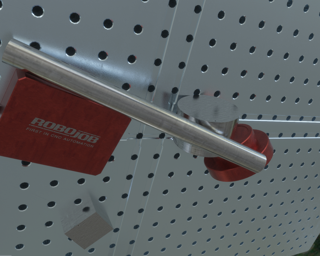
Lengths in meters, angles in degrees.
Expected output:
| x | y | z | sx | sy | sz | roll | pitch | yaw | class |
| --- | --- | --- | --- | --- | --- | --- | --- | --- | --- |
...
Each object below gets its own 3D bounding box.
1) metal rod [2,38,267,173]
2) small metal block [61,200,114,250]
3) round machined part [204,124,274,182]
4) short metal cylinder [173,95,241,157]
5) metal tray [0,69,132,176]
| x | y | z | sx | sy | sz | roll | pitch | yaw | class |
| --- | --- | --- | --- | --- | --- | --- | --- | --- | --- |
| -0.011 | -0.015 | 0.335 | 0.302 | 0.025 | 0.025 | 24 | 106 | -17 | metal rod |
| -0.103 | 0.138 | 0.442 | 0.050 | 0.025 | 0.050 | -34 | 129 | -6 | small metal block |
| 0.108 | 0.029 | 0.448 | 0.098 | 0.098 | 0.042 | -32 | 110 | -7 | round machined part |
| 0.060 | -0.005 | 0.407 | 0.081 | 0.080 | 0.050 | -8 | 122 | -25 | short metal cylinder |
| -0.109 | -0.001 | 0.348 | 0.131 | 0.030 | 0.090 | 20 | 108 | -36 | metal tray |
